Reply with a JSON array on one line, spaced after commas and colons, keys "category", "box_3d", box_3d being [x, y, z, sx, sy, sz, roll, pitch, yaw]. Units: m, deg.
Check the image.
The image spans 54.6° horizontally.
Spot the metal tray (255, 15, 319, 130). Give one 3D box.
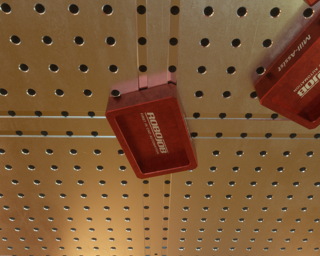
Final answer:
[{"category": "metal tray", "box_3d": [0.186, -0.065, 0.354, 0.090, 0.030, 0.129, 23, 126, -19]}]

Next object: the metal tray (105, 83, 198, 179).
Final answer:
[{"category": "metal tray", "box_3d": [-0.007, 0.010, 0.416, 0.090, 0.030, 0.130, -13, 129, 10]}]

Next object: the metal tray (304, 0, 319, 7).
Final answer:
[{"category": "metal tray", "box_3d": [0.079, -0.161, 0.232, 0.130, 0.090, 0.030, 36, 121, -27]}]
